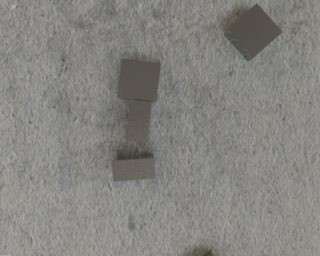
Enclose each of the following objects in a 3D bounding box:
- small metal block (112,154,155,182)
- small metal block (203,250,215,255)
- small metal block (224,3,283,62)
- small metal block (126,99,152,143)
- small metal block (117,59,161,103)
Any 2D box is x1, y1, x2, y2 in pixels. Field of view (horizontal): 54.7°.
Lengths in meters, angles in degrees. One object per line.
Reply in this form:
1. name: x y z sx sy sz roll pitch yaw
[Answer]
1. small metal block: -0.032 0.050 0.397 0.050 0.050 0.025 -4 90 -1
2. small metal block: 0.063 0.202 0.411 0.050 0.025 0.050 -34 90 0
3. small metal block: 0.123 -0.126 0.412 0.050 0.025 0.050 -42 91 0
4. small metal block: -0.026 -0.009 0.397 0.025 0.050 0.050 6 90 0
5. small metal block: -0.027 -0.061 0.410 0.050 0.025 0.050 7 90 -1
